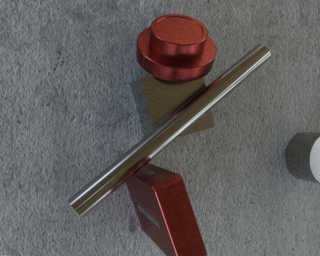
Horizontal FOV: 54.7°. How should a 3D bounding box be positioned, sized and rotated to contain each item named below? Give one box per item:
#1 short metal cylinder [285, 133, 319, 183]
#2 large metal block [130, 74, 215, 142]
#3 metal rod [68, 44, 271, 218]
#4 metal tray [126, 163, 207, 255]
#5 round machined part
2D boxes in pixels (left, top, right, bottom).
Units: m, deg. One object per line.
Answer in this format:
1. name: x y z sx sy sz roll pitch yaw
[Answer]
1. short metal cylinder: 0.248 0.047 0.490 0.081 0.050 0.079 0 90 -21
2. large metal block: 0.016 -0.030 0.403 0.081 0.050 0.080 -15 96 -20
3. metal rod: 0.023 -0.007 0.365 0.301 0.025 0.025 -39 103 -16
4. metal tray: -0.001 0.091 0.354 0.030 0.130 0.090 -21 97 -19
5. round machined part: 0.021 -0.104 0.380 0.099 0.042 0.098 4 48 -4
